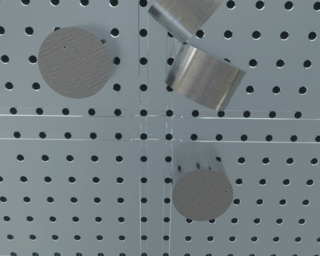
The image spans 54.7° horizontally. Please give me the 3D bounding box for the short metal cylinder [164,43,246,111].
[{"bbox_3d":[0.052,-0.061,0.362,0.080,0.080,0.050,24,108,-9],"label":"short metal cylinder"}]

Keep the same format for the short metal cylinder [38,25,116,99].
[{"bbox_3d":[-0.096,-0.080,0.370,0.081,0.050,0.079,0,110,0],"label":"short metal cylinder"}]

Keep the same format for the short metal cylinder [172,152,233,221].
[{"bbox_3d":[0.056,0.081,0.430,0.081,0.050,0.079,0,110,0],"label":"short metal cylinder"}]

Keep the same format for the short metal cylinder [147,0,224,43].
[{"bbox_3d":[0.031,-0.139,0.333,0.050,0.080,0.080,39,105,-13],"label":"short metal cylinder"}]
